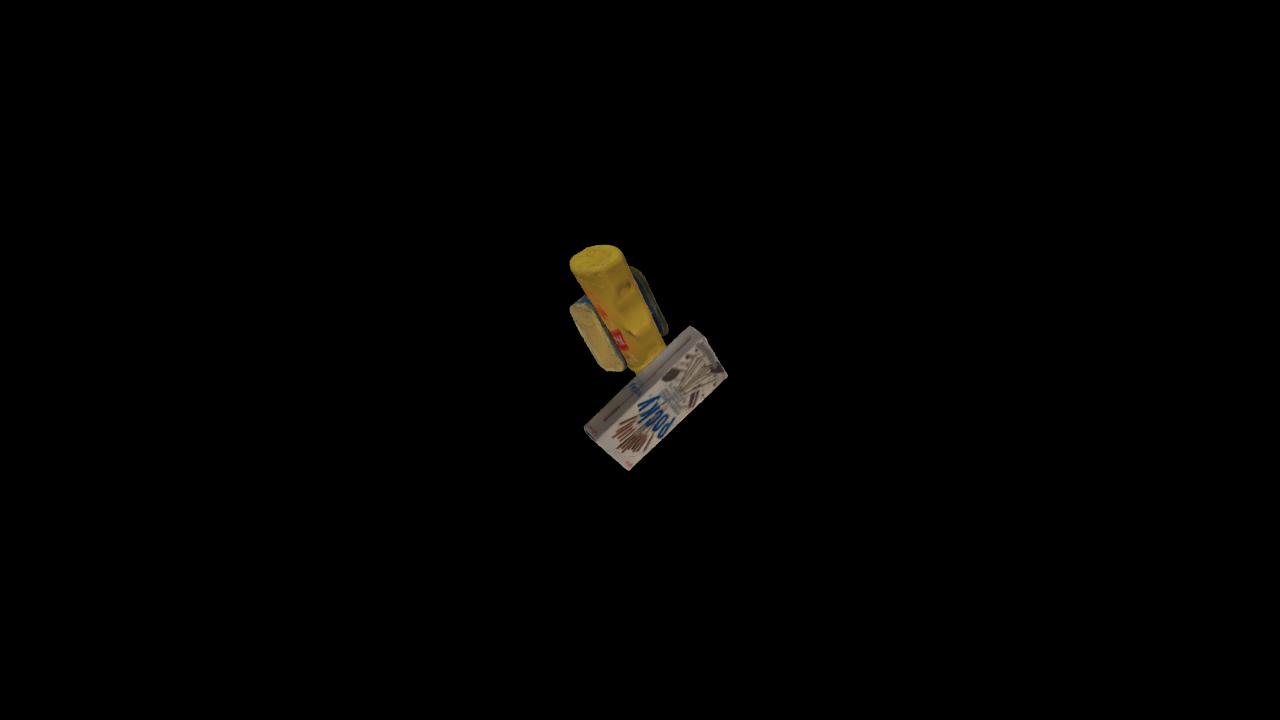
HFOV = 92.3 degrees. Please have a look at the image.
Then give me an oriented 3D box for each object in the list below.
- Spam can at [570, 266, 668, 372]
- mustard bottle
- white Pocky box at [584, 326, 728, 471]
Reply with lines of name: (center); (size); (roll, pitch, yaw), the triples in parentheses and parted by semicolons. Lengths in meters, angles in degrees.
Spam can: (-0.025, -0.048, 0.741); (0.058, 0.101, 0.085); (2, 38, 49)
mustard bottle: (-0.012, -0.041, 0.705); (0.054, 0.184, 0.092); (-40, 31, -20)
white Pocky box: (0.019, 0.042, 0.649); (0.028, 0.154, 0.084); (43, -5, 40)
